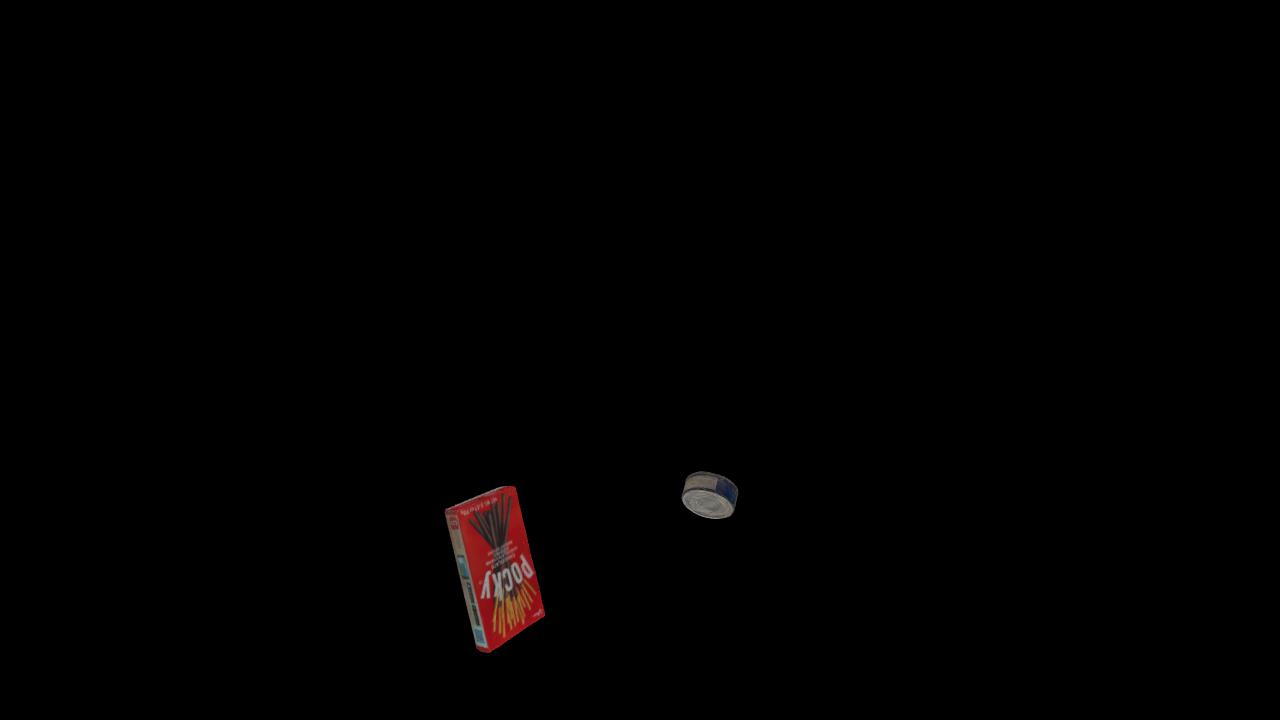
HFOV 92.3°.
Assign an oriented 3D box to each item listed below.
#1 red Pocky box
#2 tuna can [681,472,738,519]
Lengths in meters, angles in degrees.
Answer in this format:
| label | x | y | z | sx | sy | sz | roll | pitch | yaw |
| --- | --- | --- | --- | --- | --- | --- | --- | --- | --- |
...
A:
| label | x | y | z | sx | sy | sz | roll | pitch | yaw |
| --- | --- | --- | --- | --- | --- | --- | --- | --- | --- |
| red Pocky box | -0.155 | 0.222 | 0.666 | 0.028 | 0.155 | 0.083 | -11 | 3 | 37 |
| tuna can | 0.107 | 0.210 | 0.948 | 0.084 | 0.034 | 0.084 | 12 | -41 | 11 |
